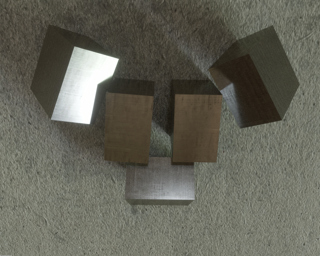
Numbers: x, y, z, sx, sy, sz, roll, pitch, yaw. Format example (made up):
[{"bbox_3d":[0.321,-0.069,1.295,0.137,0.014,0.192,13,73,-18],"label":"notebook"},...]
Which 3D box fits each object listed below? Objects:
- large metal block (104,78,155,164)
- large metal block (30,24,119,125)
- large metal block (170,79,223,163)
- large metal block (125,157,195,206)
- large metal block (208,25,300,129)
[{"bbox_3d":[-0.035,-0.012,0.377,0.050,0.080,0.079,5,110,-2],"label":"large metal block"},{"bbox_3d":[-0.100,-0.060,0.349,0.050,0.080,0.079,7,115,-42],"label":"large metal block"},{"bbox_3d":[0.040,-0.012,0.378,0.050,0.080,0.079,1,110,-1],"label":"large metal block"},{"bbox_3d":[0.000,0.071,0.401,0.081,0.080,0.050,1,71,-1],"label":"large metal block"},{"bbox_3d":[0.111,-0.058,0.355,0.050,0.080,0.080,-15,114,45],"label":"large metal block"}]
